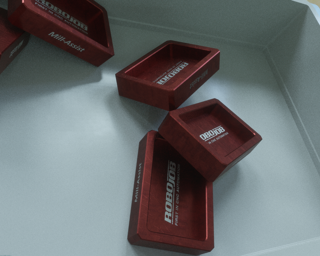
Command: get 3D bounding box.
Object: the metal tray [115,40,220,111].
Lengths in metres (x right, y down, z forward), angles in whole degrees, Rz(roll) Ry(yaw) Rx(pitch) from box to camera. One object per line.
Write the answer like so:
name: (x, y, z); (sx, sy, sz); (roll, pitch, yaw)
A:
metal tray: (0.014, -0.078, 0.427); (0.090, 0.030, 0.131); (20, 44, 29)

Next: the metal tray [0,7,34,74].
metal tray: (-0.195, -0.101, 0.321); (0.091, 0.030, 0.130); (20, 27, -18)

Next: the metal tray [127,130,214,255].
metal tray: (0.016, 0.074, 0.365); (0.091, 0.030, 0.130); (17, 55, -18)

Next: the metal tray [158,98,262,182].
metal tray: (0.069, 0.008, 0.398); (0.090, 0.030, 0.131); (44, 33, 18)

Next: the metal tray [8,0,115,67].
metal tray: (-0.119, -0.142, 0.388); (0.131, 0.030, 0.090); (21, 49, -50)
